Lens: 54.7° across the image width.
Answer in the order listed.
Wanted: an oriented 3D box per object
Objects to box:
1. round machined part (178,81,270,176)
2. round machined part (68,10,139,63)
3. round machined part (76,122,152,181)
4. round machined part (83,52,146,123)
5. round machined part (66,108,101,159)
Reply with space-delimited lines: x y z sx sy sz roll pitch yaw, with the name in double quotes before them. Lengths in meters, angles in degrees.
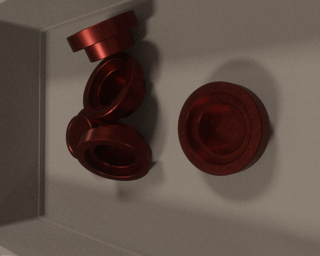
"round machined part" 0.071 0.000 0.336 0.098 0.042 0.097 0 90 39
"round machined part" -0.073 -0.123 0.426 0.098 0.099 0.042 -7 115 39
"round machined part" -0.059 0.029 0.418 0.098 0.098 0.042 -26 39 37
"round machined part" -0.058 -0.052 0.428 0.098 0.042 0.098 -19 58 34
"round machined part" -0.110 0.014 0.484 0.098 0.042 0.097 0 90 39
